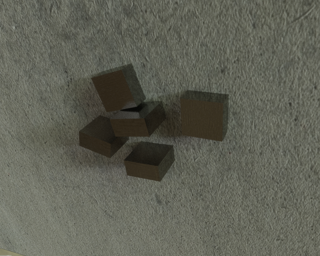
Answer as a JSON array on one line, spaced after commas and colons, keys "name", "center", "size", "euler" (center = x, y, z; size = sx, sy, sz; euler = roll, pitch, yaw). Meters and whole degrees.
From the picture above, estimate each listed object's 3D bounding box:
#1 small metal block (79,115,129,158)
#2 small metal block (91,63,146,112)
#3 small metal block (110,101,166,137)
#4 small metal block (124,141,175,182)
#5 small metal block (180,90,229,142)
[{"name": "small metal block", "center": [-0.078, 0.011, 0.439], "size": [0.050, 0.050, 0.025], "euler": [20, 126, 16]}, {"name": "small metal block", "center": [-0.054, -0.052, 0.403], "size": [0.050, 0.025, 0.050], "euler": [-8, 115, 31]}, {"name": "small metal block", "center": [-0.027, -0.012, 0.398], "size": [0.050, 0.050, 0.025], "euler": [-1, 118, 28]}, {"name": "small metal block", "center": [-0.013, 0.044, 0.425], "size": [0.050, 0.050, 0.025], "euler": [6, 121, 25]}, {"name": "small metal block", "center": [0.053, -0.015, 0.369], "size": [0.050, 0.025, 0.050], "euler": [9, 123, 23]}]
